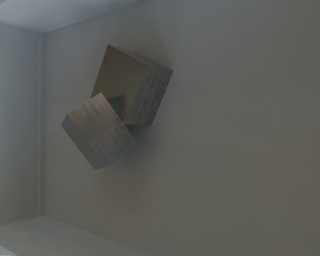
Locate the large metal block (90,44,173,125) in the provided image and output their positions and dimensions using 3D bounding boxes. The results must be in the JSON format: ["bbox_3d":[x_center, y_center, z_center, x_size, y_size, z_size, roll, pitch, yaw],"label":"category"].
[{"bbox_3d":[-0.040,-0.058,0.422,0.080,0.050,0.079,34,111,34],"label":"large metal block"}]

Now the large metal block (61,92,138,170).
[{"bbox_3d":[-0.085,0.008,0.419,0.080,0.050,0.080,55,156,-6],"label":"large metal block"}]
